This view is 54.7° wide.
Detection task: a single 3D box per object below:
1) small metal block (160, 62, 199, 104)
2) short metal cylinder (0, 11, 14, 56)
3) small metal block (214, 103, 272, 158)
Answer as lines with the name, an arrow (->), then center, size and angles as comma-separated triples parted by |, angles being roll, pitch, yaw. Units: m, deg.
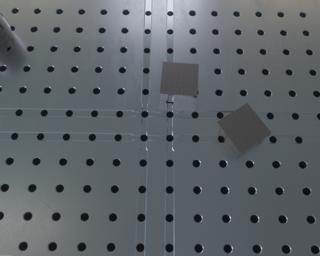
small metal block -> 0.027, -0.063, 0.435 | 0.050, 0.025, 0.050 | 4, 70, 1
short metal cylinder -> -0.264, -0.145, 0.449 | 0.081, 0.050, 0.080 | 0, 70, 0
small metal block -> 0.109, 0.003, 0.411 | 0.050, 0.025, 0.050 | -31, 73, -11
